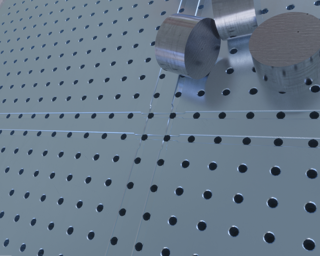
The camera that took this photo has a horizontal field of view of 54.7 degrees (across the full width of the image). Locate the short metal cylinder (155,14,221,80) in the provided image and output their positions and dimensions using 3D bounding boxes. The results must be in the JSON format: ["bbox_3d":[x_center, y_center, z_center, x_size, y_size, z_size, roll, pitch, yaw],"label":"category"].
[{"bbox_3d":[0.039,-0.111,0.421,0.050,0.080,0.080,24,75,36],"label":"short metal cylinder"}]

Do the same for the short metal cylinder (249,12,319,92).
[{"bbox_3d":[0.151,-0.089,0.368,0.080,0.050,0.080,-13,56,21],"label":"short metal cylinder"}]

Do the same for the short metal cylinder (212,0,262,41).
[{"bbox_3d":[0.106,-0.163,0.417,0.050,0.080,0.080,-5,59,26],"label":"short metal cylinder"}]
